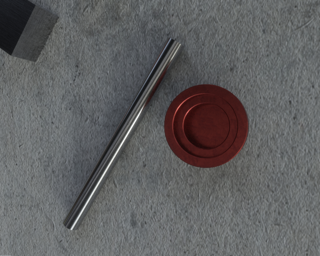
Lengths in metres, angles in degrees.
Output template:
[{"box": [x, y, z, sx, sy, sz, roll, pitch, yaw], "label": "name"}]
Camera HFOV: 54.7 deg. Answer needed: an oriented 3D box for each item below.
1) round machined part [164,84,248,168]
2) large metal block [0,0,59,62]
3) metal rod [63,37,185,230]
[{"box": [0.058, -0.002, 0.379, 0.098, 0.042, 0.097, 0, 90, 19], "label": "round machined part"}, {"box": [-0.216, -0.158, 0.470, 0.080, 0.050, 0.080, 34, 101, 16], "label": "large metal block"}, {"box": [-0.055, 0.015, 0.427, 0.025, 0.025, 0.299, 34, 101, 16], "label": "metal rod"}]
